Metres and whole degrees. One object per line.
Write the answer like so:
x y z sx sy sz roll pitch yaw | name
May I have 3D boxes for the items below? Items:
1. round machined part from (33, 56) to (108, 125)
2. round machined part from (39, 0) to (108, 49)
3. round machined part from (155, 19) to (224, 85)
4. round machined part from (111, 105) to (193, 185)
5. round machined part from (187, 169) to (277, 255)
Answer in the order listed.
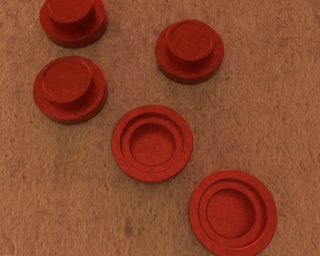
-0.122 -0.056 0.418 0.099 0.042 0.098 0 70 -1 | round machined part
-0.130 -0.171 0.460 0.099 0.042 0.098 0 70 -1 | round machined part
0.043 -0.114 0.441 0.099 0.042 0.098 0 70 -1 | round machined part
-0.009 0.023 0.391 0.099 0.042 0.098 0 70 -1 | round machined part
0.081 0.101 0.363 0.099 0.042 0.098 0 70 -1 | round machined part
